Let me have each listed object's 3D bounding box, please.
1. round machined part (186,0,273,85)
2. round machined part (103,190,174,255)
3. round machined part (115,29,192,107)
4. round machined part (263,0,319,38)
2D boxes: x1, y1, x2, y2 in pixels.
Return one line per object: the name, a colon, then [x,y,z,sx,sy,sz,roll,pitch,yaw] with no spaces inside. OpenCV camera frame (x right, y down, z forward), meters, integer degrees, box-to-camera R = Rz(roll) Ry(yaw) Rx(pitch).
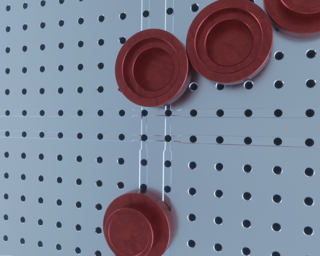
round machined part: [0.084,-0.100,0.374,0.098,0.042,0.097,0,90,19]
round machined part: [-0.034,0.136,0.415,0.098,0.042,0.097,0,90,19]
round machined part: [-0.005,-0.075,0.405,0.098,0.042,0.097,0,90,20]
round machined part: [0.167,-0.155,0.345,0.098,0.042,0.097,0,90,19]
